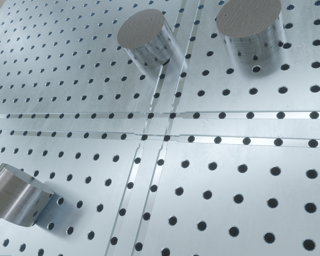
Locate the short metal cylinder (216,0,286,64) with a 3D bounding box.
[{"bbox_3d":[0.121,-0.133,0.410,0.080,0.050,0.080,-13,56,21],"label":"short metal cylinder"}]

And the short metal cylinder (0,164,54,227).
[{"bbox_3d":[-0.193,0.090,0.419,0.080,0.080,0.050,23,74,36],"label":"short metal cylinder"}]

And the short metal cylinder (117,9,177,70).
[{"bbox_3d":[-0.020,-0.139,0.488,0.080,0.050,0.080,-13,56,21],"label":"short metal cylinder"}]
